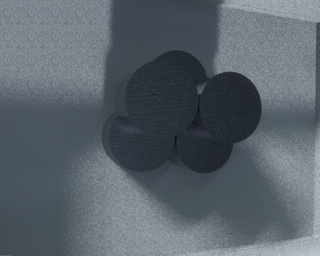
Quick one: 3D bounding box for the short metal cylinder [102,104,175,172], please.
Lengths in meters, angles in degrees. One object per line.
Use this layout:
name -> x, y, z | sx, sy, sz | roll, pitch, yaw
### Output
short metal cylinder -> -0.028, 0.012, 0.385 | 0.081, 0.050, 0.080 | 0, 90, -20

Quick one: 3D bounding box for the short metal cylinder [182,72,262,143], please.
short metal cylinder -> 0.071, -0.023, 0.367 | 0.081, 0.050, 0.080 | 0, 90, -20

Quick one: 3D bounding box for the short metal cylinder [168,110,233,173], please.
short metal cylinder -> 0.049, 0.017, 0.413 | 0.081, 0.050, 0.080 | 0, 90, -20

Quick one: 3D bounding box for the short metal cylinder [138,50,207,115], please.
short metal cylinder -> 0.014, -0.055, 0.401 | 0.081, 0.050, 0.080 | 0, 90, -20

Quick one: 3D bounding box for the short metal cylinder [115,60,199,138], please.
short metal cylinder -> -0.005, -0.030, 0.340 | 0.081, 0.050, 0.080 | 0, 90, -20
